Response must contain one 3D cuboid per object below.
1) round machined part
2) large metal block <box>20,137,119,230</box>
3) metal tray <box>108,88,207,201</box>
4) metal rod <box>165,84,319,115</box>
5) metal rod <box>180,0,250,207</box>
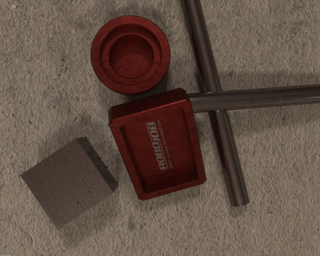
[{"bbox_3d":[-0.036,-0.090,0.401,0.099,0.042,0.097,0,90,-1],"label":"round machined part"},{"bbox_3d":[-0.112,0.067,0.396,0.080,0.050,0.080,-34,90,0],"label":"large metal block"},{"bbox_3d":[0.001,0.024,0.373,0.091,0.030,0.129,-16,125,0],"label":"metal tray"},{"bbox_3d":[0.134,-0.038,0.393,0.302,0.025,0.025,-5,90,-8],"label":"metal rod"},{"bbox_3d":[0.071,-0.045,0.410,0.025,0.025,0.298,-14,90,0],"label":"metal rod"}]
